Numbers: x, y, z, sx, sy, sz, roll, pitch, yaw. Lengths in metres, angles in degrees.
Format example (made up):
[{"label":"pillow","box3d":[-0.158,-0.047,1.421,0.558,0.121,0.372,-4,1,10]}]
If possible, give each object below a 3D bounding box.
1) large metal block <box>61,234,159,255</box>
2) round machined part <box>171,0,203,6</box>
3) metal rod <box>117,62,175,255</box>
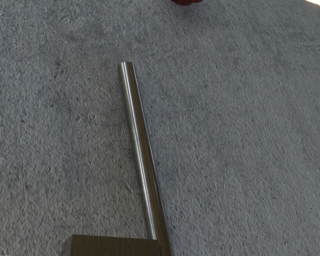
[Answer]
[{"label":"large metal block","box3d":[-0.047,0.143,0.275,0.081,0.050,0.080,12,57,-22]},{"label":"round machined part","box3d":[0.042,-0.269,0.580,0.099,0.042,0.098,14,56,-21]},{"label":"metal rod","box3d":[-0.017,0.048,0.365,0.025,0.025,0.299,2,61,-28]}]
